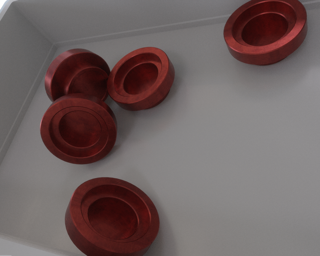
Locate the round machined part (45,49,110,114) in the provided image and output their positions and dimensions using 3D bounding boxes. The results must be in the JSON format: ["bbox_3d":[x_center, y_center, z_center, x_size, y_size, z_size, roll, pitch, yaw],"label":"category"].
[{"bbox_3d":[-0.113,-0.064,0.457,0.098,0.098,0.042,-50,50,-7],"label":"round machined part"}]

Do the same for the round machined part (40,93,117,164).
[{"bbox_3d":[-0.108,-0.002,0.425,0.098,0.098,0.042,-30,24,9],"label":"round machined part"}]

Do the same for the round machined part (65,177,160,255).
[{"bbox_3d":[-0.053,0.103,0.336,0.098,0.099,0.042,54,129,39],"label":"round machined part"}]

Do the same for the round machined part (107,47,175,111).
[{"bbox_3d":[-0.023,-0.066,0.448,0.098,0.042,0.098,-13,56,21],"label":"round machined part"}]

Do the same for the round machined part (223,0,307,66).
[{"bbox_3d":[0.135,-0.119,0.397,0.098,0.042,0.098,-13,56,21],"label":"round machined part"}]
